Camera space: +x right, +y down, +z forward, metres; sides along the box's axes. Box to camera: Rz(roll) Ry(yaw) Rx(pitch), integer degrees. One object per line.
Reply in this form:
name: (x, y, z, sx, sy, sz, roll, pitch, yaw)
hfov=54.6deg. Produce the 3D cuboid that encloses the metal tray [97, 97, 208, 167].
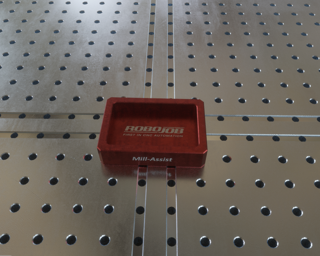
metal tray: (-0.008, 0.003, 0.401, 0.131, 0.030, 0.090, 2, 50, 1)
